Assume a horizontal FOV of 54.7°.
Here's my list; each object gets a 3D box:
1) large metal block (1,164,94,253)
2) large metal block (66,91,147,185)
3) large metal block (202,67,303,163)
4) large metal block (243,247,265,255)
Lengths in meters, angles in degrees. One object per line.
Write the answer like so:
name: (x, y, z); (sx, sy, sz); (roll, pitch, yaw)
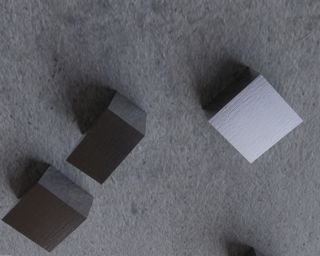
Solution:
large metal block: (-0.155, 0.113, 0.436); (0.080, 0.050, 0.080); (42, 104, -14)
large metal block: (-0.062, 0.009, 0.383); (0.050, 0.080, 0.080); (38, 106, -13)
large metal block: (0.114, -0.017, 0.392); (0.080, 0.050, 0.080); (-43, 105, 14)
large metal block: (0.165, 0.246, 0.474); (0.080, 0.080, 0.050); (37, 106, -13)
